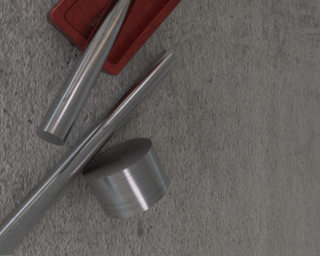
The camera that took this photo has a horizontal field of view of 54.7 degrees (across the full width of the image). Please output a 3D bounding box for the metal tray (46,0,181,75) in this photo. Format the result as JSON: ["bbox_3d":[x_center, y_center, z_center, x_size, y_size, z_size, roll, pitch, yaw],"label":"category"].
[{"bbox_3d":[-0.044,-0.134,0.337,0.130,0.030,0.090,-51,122,-6],"label":"metal tray"}]

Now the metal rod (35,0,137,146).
[{"bbox_3d":[-0.049,-0.117,0.329,0.025,0.025,0.300,39,56,-33],"label":"metal rod"}]

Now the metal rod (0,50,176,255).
[{"bbox_3d":[-0.072,0.012,0.344,0.301,0.025,0.025,-52,121,-27],"label":"metal rod"}]

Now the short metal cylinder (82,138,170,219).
[{"bbox_3d":[-0.036,0.052,0.339,0.080,0.080,0.050,-36,113,-34],"label":"short metal cylinder"}]
